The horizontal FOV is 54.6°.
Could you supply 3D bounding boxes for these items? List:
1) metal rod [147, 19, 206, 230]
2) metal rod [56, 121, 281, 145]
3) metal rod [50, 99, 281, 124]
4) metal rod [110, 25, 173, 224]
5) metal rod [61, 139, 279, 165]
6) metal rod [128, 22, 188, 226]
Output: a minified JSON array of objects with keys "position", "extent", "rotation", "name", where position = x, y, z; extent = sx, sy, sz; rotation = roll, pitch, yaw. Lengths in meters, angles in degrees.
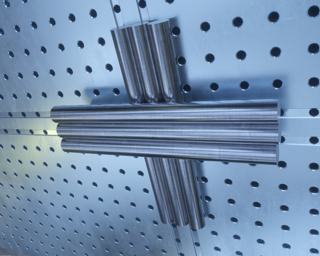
[{"position":[0.028,0.014,0.406],"extent":[0.025,0.025,0.298],"rotation":[2,119,27],"name":"metal rod"},{"position":[-0.010,0.004,0.387],"extent":[0.300,0.025,0.025],"rotation":[1,119,28],"name":"metal rod"},{"position":[-0.015,-0.018,0.376],"extent":[0.300,0.025,0.025],"rotation":[1,119,28],"name":"metal rod"},{"position":[-0.016,0.013,0.429],"extent":[0.025,0.025,0.298],"rotation":[2,119,27],"name":"metal rod"},{"position":[-0.008,0.026,0.399],"extent":[0.300,0.025,0.025],"rotation":[1,119,28],"name":"metal rod"},{"position":[0.005,0.013,0.417],"extent":[0.025,0.025,0.298],"rotation":[2,119,27],"name":"metal rod"}]
